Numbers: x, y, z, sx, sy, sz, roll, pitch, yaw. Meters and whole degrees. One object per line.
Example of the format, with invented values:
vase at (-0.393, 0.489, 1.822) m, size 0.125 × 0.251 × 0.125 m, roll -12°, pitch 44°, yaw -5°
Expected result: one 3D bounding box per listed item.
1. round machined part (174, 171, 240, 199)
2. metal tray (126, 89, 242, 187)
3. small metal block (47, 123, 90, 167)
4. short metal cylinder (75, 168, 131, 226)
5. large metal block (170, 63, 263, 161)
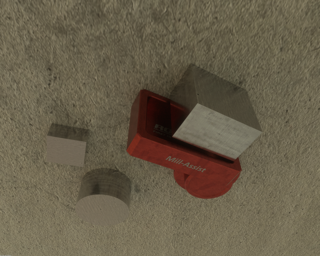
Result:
round machined part at (0.069, 0.067, 0.454) m, size 0.099 × 0.042 × 0.097 m, roll 0°, pitch 130°, yaw 0°
metal tray at (0.029, 0.011, 0.373) m, size 0.131 × 0.090 × 0.030 m, roll 20°, pitch 127°, yaw -17°
small metal block at (-0.127, 0.024, 0.427) m, size 0.050 × 0.025 × 0.050 m, roll 10°, pitch 130°, yaw -9°
short metal cylinder at (-0.086, 0.108, 0.482) m, size 0.081 × 0.050 × 0.079 m, roll 0°, pitch 130°, yaw 0°
large metal block at (0.060, -0.019, 0.356) m, size 0.080 × 0.080 × 0.050 m, roll 22°, pitch 127°, yaw -18°
